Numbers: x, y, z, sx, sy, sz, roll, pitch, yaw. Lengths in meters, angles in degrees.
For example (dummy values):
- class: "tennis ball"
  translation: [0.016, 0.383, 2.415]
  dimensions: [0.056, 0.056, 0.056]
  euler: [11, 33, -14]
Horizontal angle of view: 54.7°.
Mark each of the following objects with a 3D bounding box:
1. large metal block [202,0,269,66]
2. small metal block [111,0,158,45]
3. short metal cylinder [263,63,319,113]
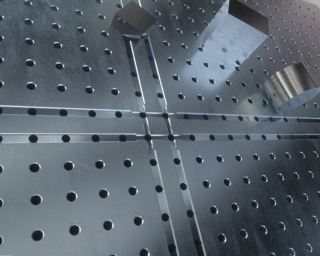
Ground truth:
- class: "large metal block"
  translation: [0.132, -0.168, 0.546]
  dimensions: [0.080, 0.080, 0.050]
  euler: [23, 53, -14]
- class: "small metal block"
  translation: [-0.040, -0.166, 0.488]
  dimensions: [0.050, 0.025, 0.050]
  euler: [38, 51, -3]
- class: "short metal cylinder"
  translation: [0.227, -0.068, 0.536]
  dimensions: [0.081, 0.080, 0.050]
  euler: [-10, 67, -32]
